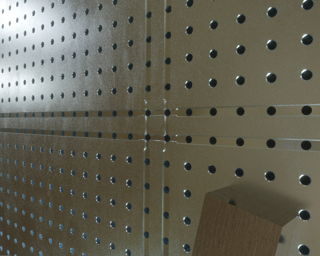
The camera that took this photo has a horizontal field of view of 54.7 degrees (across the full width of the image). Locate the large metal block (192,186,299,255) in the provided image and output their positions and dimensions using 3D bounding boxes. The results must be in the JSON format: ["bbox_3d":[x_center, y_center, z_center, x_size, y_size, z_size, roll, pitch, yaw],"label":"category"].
[{"bbox_3d":[0.086,0.116,0.321,0.080,0.050,0.079,18,101,38],"label":"large metal block"}]
